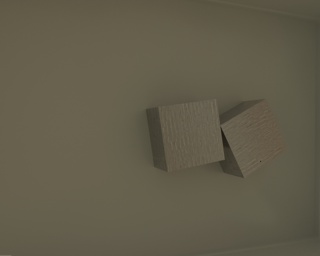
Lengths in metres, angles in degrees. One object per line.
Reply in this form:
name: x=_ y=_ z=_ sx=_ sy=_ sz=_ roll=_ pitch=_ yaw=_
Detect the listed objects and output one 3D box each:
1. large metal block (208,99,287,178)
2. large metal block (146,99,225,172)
large metal block: x=0.120 y=0.013 z=0.441 sx=0.080 sy=0.050 sz=0.080 roll=-29 pitch=100 yaw=-18
large metal block: x=0.033 y=0.008 z=0.409 sx=0.081 sy=0.050 sz=0.080 roll=-9 pitch=93 yaw=-20
